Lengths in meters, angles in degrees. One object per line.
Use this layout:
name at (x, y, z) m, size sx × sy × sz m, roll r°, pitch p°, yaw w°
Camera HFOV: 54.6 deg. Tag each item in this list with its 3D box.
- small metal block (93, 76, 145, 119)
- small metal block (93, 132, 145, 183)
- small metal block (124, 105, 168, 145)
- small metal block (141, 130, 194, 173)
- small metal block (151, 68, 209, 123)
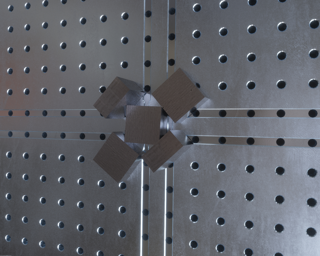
small metal block at (-0.054, -0.039, 0.418) m, size 0.025 × 0.050 × 0.050 m, roll 45°, pitch 105°, yaw 14°
small metal block at (-0.056, 0.040, 0.433) m, size 0.050 × 0.025 × 0.050 m, roll 40°, pitch 102°, yaw 15°
small metal block at (-0.018, -0.004, 0.419) m, size 0.050 × 0.025 × 0.050 m, roll 4°, pitch 90°, yaw 21°
small metal block at (0.011, 0.028, 0.396) m, size 0.050 × 0.050 × 0.025 m, roll -44°, pitch 76°, yaw 15°
small metal block at (0.026, -0.041, 0.403) m, size 0.050 × 0.025 × 0.050 m, roll -42°, pitch 77°, yaw 15°
